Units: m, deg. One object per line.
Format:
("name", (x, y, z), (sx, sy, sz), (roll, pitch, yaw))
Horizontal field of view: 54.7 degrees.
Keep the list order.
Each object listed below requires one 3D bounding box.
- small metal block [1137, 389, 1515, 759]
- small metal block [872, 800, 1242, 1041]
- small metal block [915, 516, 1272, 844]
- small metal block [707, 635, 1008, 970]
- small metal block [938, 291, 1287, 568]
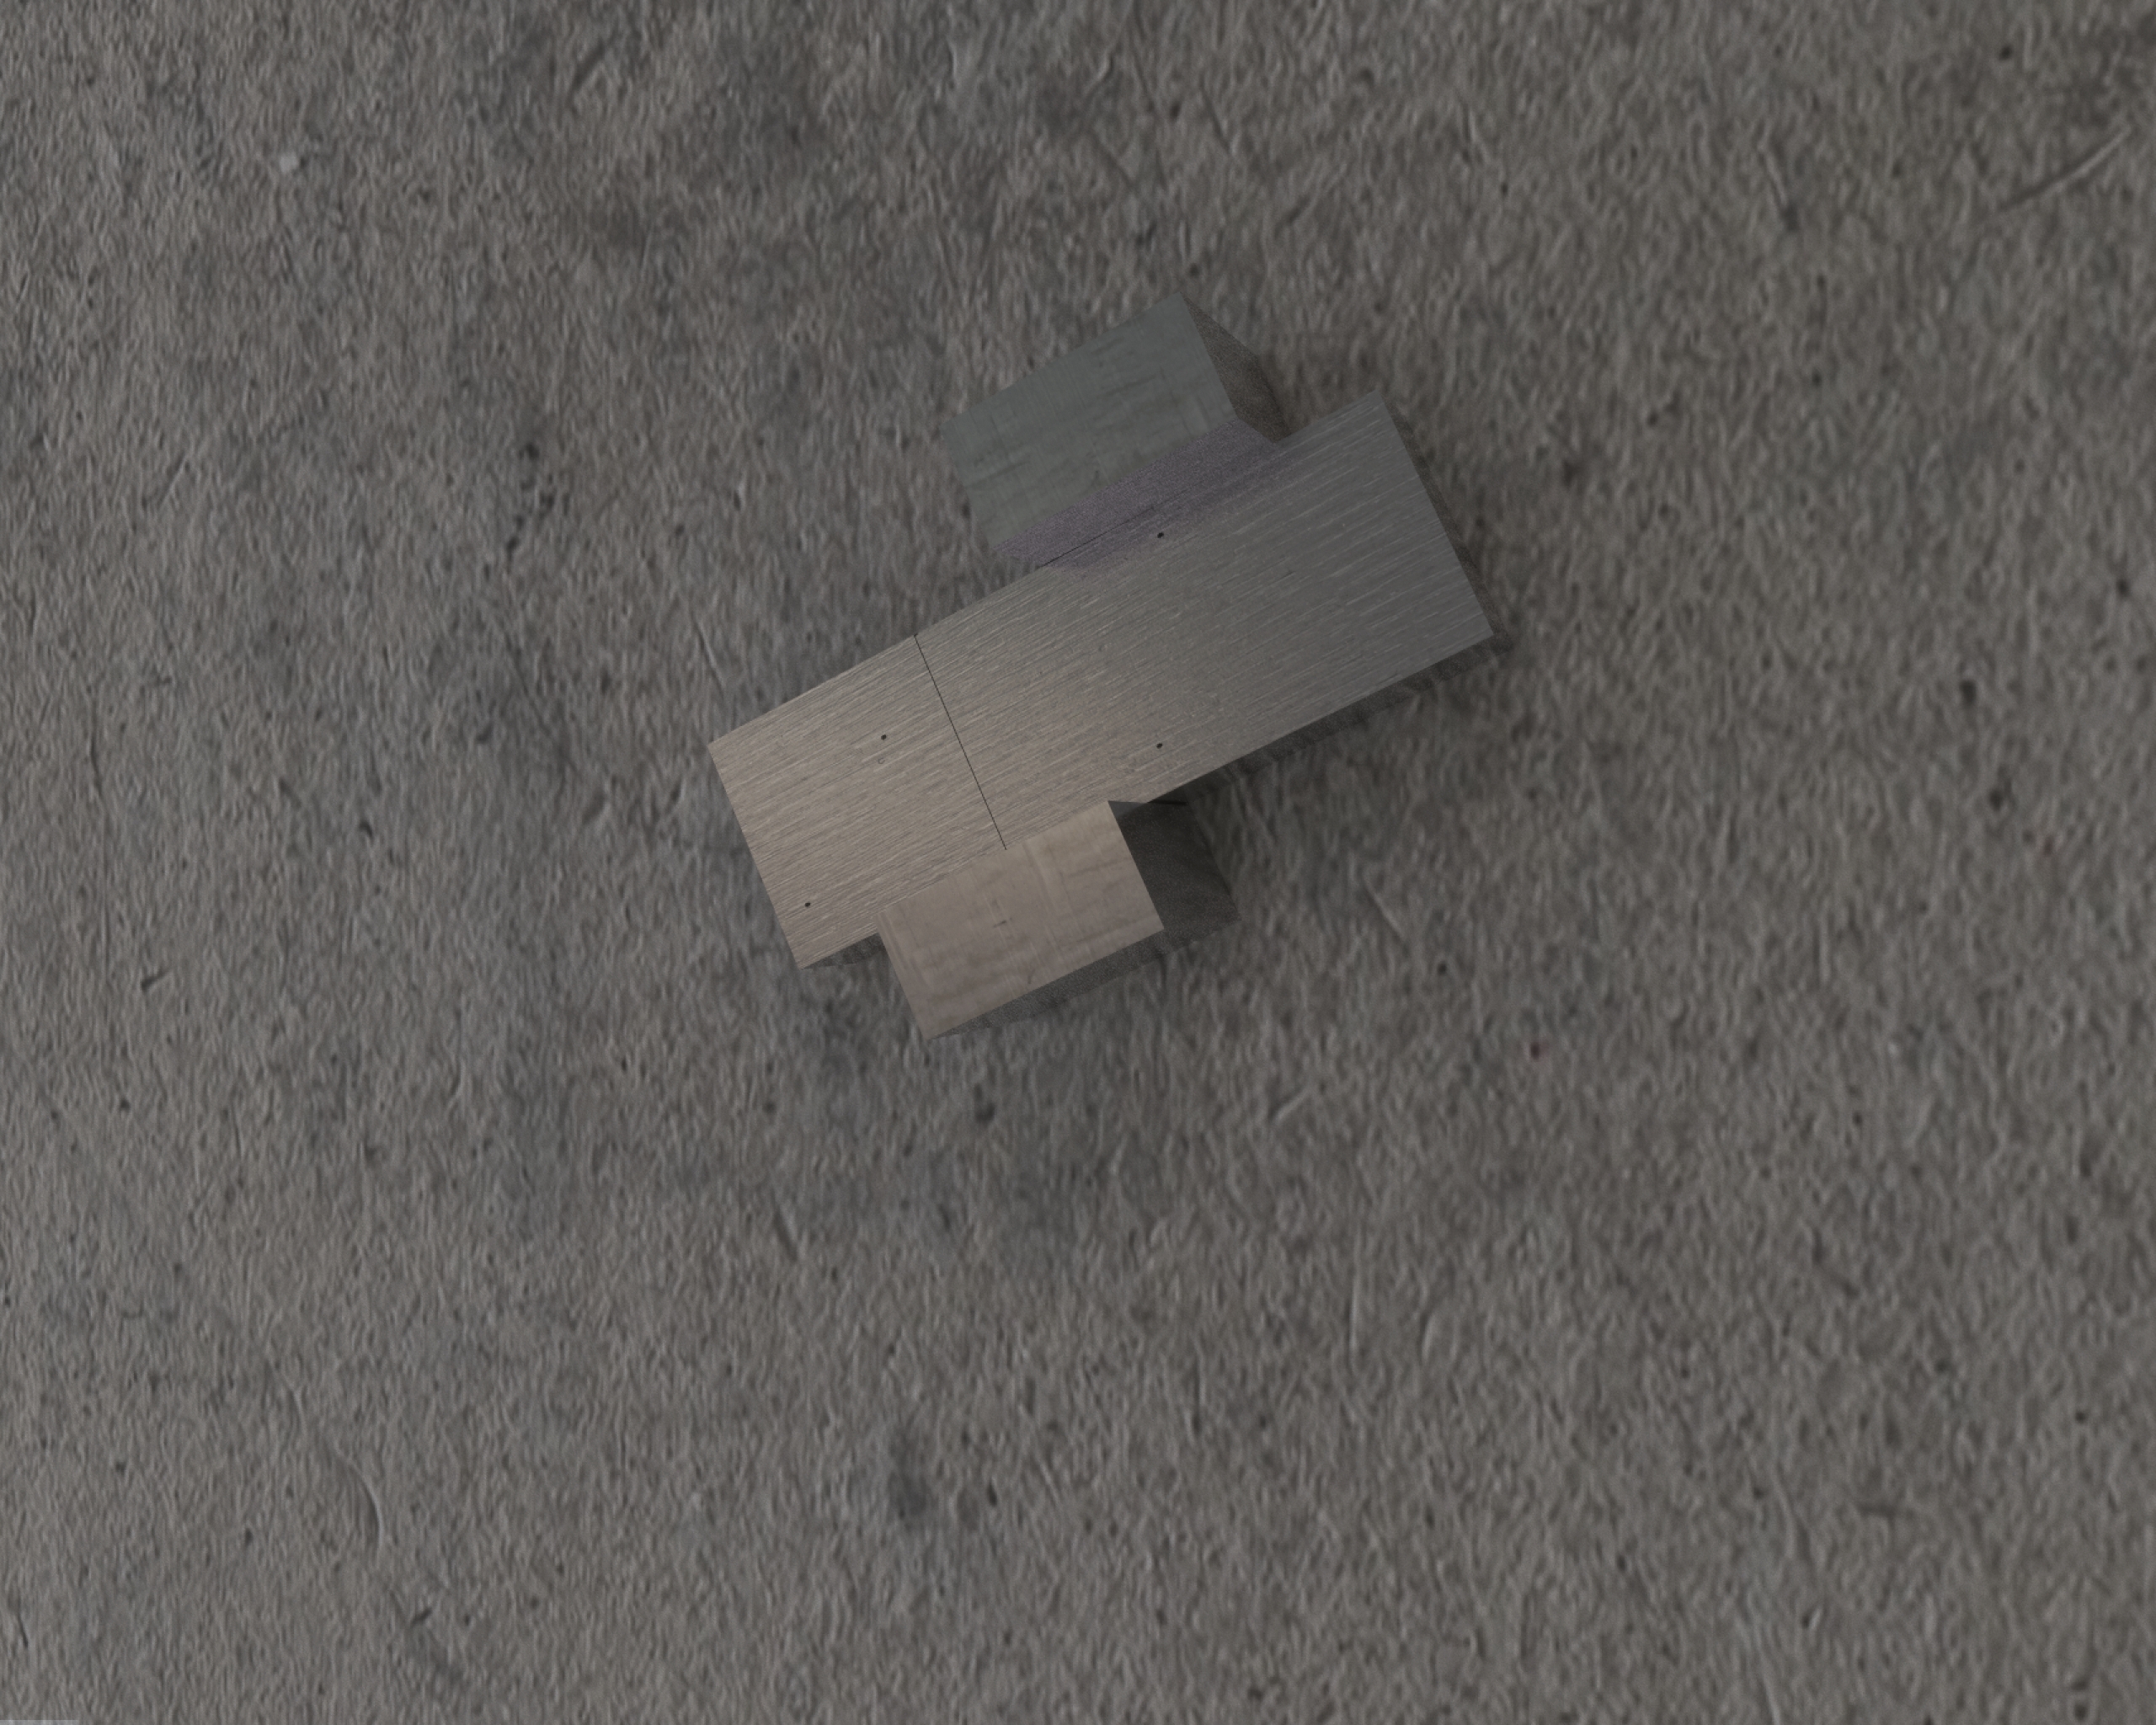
("small metal block", (0.047, -0.053, 0.392), (0.050, 0.025, 0.050), (-26, 82, 18))
("small metal block", (-0.003, 0.011, 0.397), (0.050, 0.050, 0.025), (-26, 82, 18))
("small metal block", (0.004, -0.032, 0.408), (0.050, 0.025, 0.050), (-26, 82, 18))
("small metal block", (-0.039, -0.012, 0.423), (0.050, 0.025, 0.050), (-26, 82, 18))
("small metal block", (0.010, -0.078, 0.392), (0.050, 0.050, 0.025), (-25, 82, 18))
